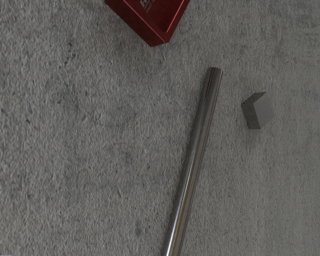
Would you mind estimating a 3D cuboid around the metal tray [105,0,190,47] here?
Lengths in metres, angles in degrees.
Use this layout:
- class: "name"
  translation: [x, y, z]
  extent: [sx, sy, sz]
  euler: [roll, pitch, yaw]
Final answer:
- class: "metal tray"
  translation: [-0.004, -0.183, 0.399]
  extent: [0.090, 0.030, 0.130]
  euler: [38, 66, -34]

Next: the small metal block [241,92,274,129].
- class: "small metal block"
  translation: [0.176, -0.031, 0.555]
  extent: [0.050, 0.025, 0.050]
  euler: [-35, 112, -35]

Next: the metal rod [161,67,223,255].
- class: "metal rod"
  translation: [0.047, 0.053, 0.446]
  extent: [0.025, 0.025, 0.299]
  euler: [25, 74, -38]
